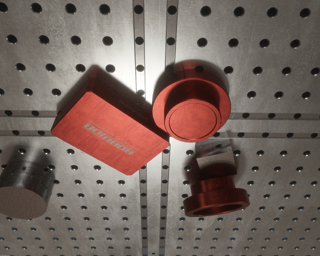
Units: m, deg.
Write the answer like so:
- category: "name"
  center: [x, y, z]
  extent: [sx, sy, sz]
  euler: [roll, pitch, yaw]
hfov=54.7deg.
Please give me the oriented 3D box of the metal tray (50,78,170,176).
- category: "metal tray"
  center: [-0.063, 0.004, 0.411]
  extent: [0.130, 0.030, 0.090]
  euler: [34, 122, -26]

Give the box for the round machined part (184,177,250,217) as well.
- category: "round machined part"
  center: [0.084, 0.105, 0.476]
  extent: [0.099, 0.042, 0.098]
  euler: [-7, 155, -3]

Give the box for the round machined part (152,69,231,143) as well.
- category: "round machined part"
  center: [0.039, -0.020, 0.384]
  extent: [0.099, 0.042, 0.097]
  euler: [0, 130, 0]

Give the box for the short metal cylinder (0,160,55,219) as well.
- category: "short metal cylinder"
  center: [-0.208, 0.095, 0.473]
  extent: [0.081, 0.050, 0.079]
  euler: [0, 130, 0]

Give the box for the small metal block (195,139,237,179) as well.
- category: "small metal block"
  center: [0.082, 0.047, 0.453]
  extent: [0.050, 0.025, 0.050]
  euler: [-13, 129, 10]
